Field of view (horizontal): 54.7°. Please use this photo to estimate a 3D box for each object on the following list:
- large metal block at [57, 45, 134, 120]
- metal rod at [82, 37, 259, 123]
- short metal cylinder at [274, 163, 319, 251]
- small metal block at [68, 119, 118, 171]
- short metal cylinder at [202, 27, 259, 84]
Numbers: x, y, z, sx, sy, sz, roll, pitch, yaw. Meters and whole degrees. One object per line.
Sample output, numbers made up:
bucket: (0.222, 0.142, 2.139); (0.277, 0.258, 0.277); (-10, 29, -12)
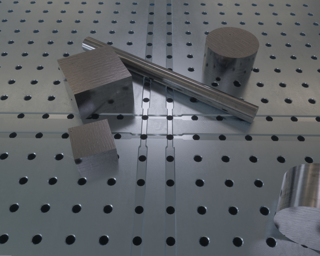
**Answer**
large metal block: (-0.092, -0.068, 0.448); (0.081, 0.050, 0.080); (-22, 54, -18)
metal rod: (0.003, -0.080, 0.475); (0.301, 0.025, 0.025); (26, 55, 20)
short metal cylinder: (0.159, 0.080, 0.306); (0.080, 0.080, 0.050); (19, 53, 15)
small metal block: (-0.084, 0.020, 0.390); (0.050, 0.025, 0.050); (-15, 52, -12)
short metal cylinder: (0.110, -0.115, 0.489); (0.081, 0.050, 0.080); (0, 50, 0)
